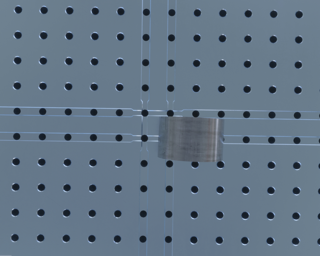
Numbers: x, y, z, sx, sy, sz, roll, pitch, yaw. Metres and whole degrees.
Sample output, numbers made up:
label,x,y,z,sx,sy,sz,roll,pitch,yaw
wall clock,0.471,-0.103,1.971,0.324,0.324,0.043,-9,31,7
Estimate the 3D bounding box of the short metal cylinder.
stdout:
label,x,y,z,sx,sy,sz,roll,pitch,yaw
short metal cylinder,0.038,0.013,0.386,0.080,0.080,0.050,3,90,0
